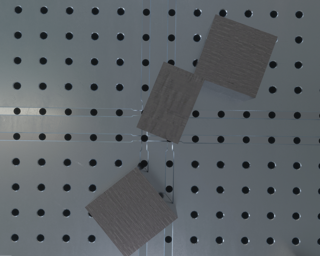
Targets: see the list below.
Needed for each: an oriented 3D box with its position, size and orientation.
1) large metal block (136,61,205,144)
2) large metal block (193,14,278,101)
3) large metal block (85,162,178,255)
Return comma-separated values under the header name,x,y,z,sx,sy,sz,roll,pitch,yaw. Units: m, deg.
name,x,y,z,sx,sy,sz,roll,pitch,yaw
large metal block,0.012,-0.028,0.386,0.050,0.080,0.080,22,90,0
large metal block,0.092,-0.087,0.401,0.080,0.050,0.080,20,90,0
large metal block,-0.035,0.102,0.401,0.080,0.050,0.080,-38,90,0
